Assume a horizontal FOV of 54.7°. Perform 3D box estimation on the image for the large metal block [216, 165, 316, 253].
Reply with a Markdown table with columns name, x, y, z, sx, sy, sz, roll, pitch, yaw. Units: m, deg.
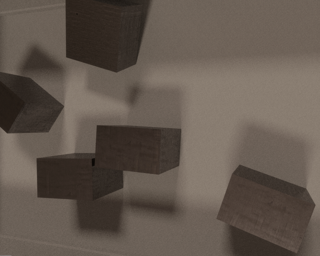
| name | x | y | z | sx | sy | sz | roll | pitch | yaw |
| --- | --- | --- | --- | --- | --- | --- | --- | --- | --- |
| large metal block | 0.115 | 0.082 | 0.341 | 0.080 | 0.080 | 0.050 | 20 | 97 | 18 |

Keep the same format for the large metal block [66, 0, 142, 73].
| name | x | y | z | sx | sy | sz | roll | pitch | yaw |
| --- | --- | --- | --- | --- | --- | --- | --- | --- | --- |
| large metal block | -0.075 | -0.127 | 0.408 | 0.080 | 0.050 | 0.079 | 19 | 120 | 18 |

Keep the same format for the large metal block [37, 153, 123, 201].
| name | x | y | z | sx | sy | sz | roll | pitch | yaw |
| --- | --- | --- | --- | --- | --- | --- | --- | --- | --- |
| large metal block | -0.104 | 0.062 | 0.417 | 0.080 | 0.080 | 0.050 | -2 | 90 | 19 |

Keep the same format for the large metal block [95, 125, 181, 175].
| name | x | y | z | sx | sy | sz | roll | pitch | yaw |
| --- | --- | --- | --- | --- | --- | --- | --- | --- | --- |
| large metal block | -0.024 | 0.024 | 0.389 | 0.080 | 0.080 | 0.050 | 4 | 91 | 19 |

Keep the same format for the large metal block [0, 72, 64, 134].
| name | x | y | z | sx | sy | sz | roll | pitch | yaw |
| --- | --- | --- | --- | --- | --- | --- | --- | --- | --- |
| large metal block | -0.204 | -0.036 | 0.451 | 0.080 | 0.080 | 0.050 | 38 | 102 | 16 |
